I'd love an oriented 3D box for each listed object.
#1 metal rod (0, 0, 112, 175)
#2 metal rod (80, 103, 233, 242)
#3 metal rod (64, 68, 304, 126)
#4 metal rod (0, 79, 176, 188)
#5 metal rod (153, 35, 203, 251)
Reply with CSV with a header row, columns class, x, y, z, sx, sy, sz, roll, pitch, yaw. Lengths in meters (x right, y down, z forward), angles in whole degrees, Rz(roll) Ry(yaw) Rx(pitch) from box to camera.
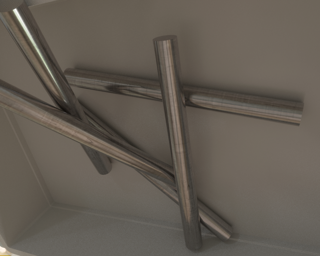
class,x,y,z,sx,sy,sz,roll,pitch,yaw
metal rod,-0.106,-0.019,0.375,0.025,0.025,0.299,17,150,18
metal rod,-0.018,0.061,0.455,0.300,0.025,0.025,39,129,1
metal rod,0.010,-0.043,0.376,0.301,0.025,0.025,12,124,21
metal rod,-0.077,0.013,0.369,0.301,0.025,0.025,30,135,-29
metal rod,0.027,0.039,0.384,0.025,0.025,0.298,5,121,26
